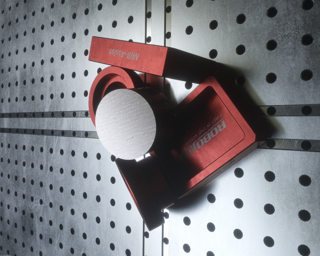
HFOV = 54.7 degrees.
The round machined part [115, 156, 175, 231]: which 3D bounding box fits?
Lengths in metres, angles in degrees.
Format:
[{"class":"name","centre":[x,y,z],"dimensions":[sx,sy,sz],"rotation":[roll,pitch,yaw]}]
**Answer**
[{"class":"round machined part","centre":[-0.016,0.074,0.387],"dimensions":[0.098,0.042,0.098],"rotation":[59,168,23]}]

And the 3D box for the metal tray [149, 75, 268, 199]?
[{"class":"metal tray","centre":[0.046,0.013,0.365],"dimensions":[0.129,0.030,0.090],"rotation":[-44,64,31]}]

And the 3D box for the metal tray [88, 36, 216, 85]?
[{"class":"metal tray","centre":[-0.011,-0.081,0.374],"dimensions":[0.130,0.091,0.030],"rotation":[20,103,38]}]

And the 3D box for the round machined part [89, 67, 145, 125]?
[{"class":"round machined part","centre":[-0.054,-0.037,0.441],"dimensions":[0.098,0.042,0.097],"rotation":[0,90,39]}]

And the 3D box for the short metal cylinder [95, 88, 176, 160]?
[{"class":"short metal cylinder","centre":[-0.028,-0.007,0.366],"dimensions":[0.080,0.050,0.079],"rotation":[5,101,27]}]
